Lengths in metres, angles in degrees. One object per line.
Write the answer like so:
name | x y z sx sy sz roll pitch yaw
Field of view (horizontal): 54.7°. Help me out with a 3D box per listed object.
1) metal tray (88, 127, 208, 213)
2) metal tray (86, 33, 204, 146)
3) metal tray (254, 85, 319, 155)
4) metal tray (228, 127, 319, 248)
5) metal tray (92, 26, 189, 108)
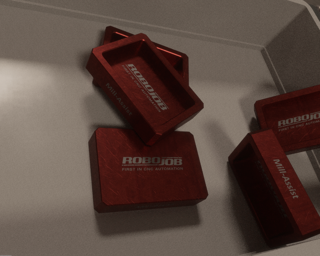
metal tray | -0.013 0.048 0.367 0.131 0.030 0.090 3 60 -27
metal tray | -0.017 -0.052 0.386 0.091 0.030 0.130 -32 80 -38
metal tray | 0.221 -0.012 0.475 0.130 0.030 0.090 -14 70 11
metal tray | 0.137 0.076 0.386 0.030 0.090 0.130 -15 66 -13
metal tray | -0.023 -0.084 0.442 0.131 0.030 0.090 15 55 -20
